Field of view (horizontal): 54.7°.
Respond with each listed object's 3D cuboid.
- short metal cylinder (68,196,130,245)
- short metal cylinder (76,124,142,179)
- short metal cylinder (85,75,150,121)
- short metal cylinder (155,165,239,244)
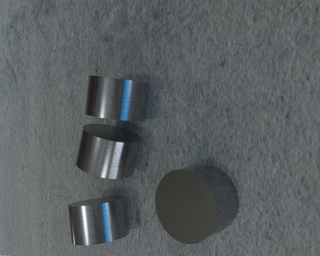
[{"bbox_3d":[-0.086,0.128,0.438,0.080,0.081,0.050,-12,83,39],"label":"short metal cylinder"},{"bbox_3d":[-0.070,0.030,0.425,0.080,0.081,0.050,23,105,37],"label":"short metal cylinder"},{"bbox_3d":[-0.057,-0.040,0.414,0.080,0.081,0.050,12,98,39],"label":"short metal cylinder"},{"bbox_3d":[0.041,0.084,0.353,0.080,0.050,0.079,0,90,39],"label":"short metal cylinder"}]
